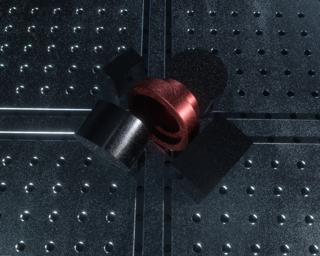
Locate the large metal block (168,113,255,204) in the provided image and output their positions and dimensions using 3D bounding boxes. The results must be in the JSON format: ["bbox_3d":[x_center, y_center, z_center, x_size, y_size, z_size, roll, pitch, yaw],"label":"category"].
[{"bbox_3d":[0.057,0.040,0.369,0.050,0.080,0.080,42,75,13],"label":"large metal block"}]

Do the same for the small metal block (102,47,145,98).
[{"bbox_3d":[-0.048,-0.075,0.425,0.050,0.050,0.025,-40,75,-13],"label":"small metal block"}]

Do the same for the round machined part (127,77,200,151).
[{"bbox_3d":[0.009,-0.022,0.381,0.098,0.098,0.042,39,62,12],"label":"round machined part"}]

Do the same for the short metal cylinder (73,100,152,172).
[{"bbox_3d":[-0.057,0.010,0.378,0.080,0.080,0.050,29,73,10],"label":"short metal cylinder"}]

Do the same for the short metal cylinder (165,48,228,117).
[{"bbox_3d":[0.047,-0.060,0.420,0.081,0.050,0.080,0,70,0],"label":"short metal cylinder"}]
